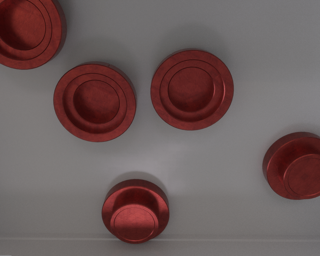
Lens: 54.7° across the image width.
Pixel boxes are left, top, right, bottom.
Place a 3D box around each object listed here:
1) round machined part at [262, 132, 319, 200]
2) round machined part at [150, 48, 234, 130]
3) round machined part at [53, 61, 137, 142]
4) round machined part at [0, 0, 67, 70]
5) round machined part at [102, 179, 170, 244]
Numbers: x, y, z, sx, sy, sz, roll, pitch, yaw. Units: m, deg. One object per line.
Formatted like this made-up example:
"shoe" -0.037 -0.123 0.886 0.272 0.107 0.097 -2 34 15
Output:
"round machined part" 0.196 0.058 0.425 0.099 0.042 0.097 0 110 0
"round machined part" 0.038 -0.050 0.384 0.099 0.042 0.097 0 110 0
"round machined part" -0.078 -0.035 0.389 0.099 0.042 0.097 0 110 0
"round machined part" -0.156 -0.120 0.356 0.099 0.042 0.097 0 112 0
"round machined part" -0.035 0.127 0.449 0.099 0.042 0.097 0 110 0
